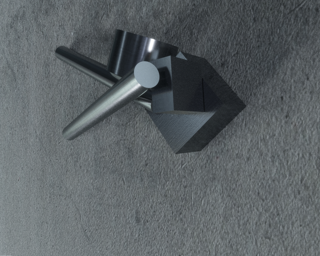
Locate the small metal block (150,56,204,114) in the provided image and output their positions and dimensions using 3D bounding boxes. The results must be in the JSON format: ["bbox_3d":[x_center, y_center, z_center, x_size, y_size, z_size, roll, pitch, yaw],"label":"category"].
[{"bbox_3d":[0.018,-0.040,0.305,0.025,0.050,0.050,-5,87,40],"label":"small metal block"}]

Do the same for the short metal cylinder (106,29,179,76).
[{"bbox_3d":[-0.022,-0.088,0.389,0.080,0.081,0.050,26,107,36],"label":"short metal cylinder"}]

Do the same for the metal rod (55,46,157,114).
[{"bbox_3d":[-0.086,-0.079,0.438,0.300,0.025,0.025,32,110,47],"label":"metal rod"}]

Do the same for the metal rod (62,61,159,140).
[{"bbox_3d":[-0.083,-0.019,0.403,0.299,0.025,0.025,-22,76,59],"label":"metal rod"}]

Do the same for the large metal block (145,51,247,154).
[{"bbox_3d":[0.036,-0.028,0.357,0.080,0.050,0.080,-49,61,30],"label":"large metal block"}]
